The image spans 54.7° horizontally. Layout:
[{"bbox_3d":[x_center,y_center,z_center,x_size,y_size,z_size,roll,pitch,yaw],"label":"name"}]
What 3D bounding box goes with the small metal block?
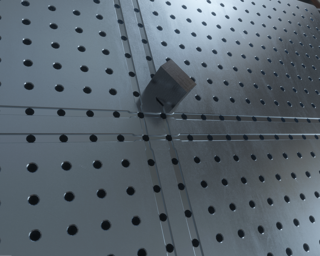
[{"bbox_3d":[0.015,-0.060,0.439,0.050,0.050,0.025,46,51,3],"label":"small metal block"}]
